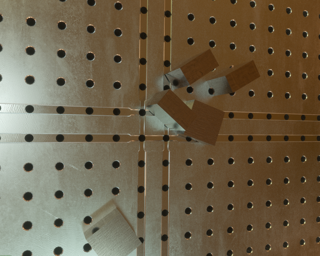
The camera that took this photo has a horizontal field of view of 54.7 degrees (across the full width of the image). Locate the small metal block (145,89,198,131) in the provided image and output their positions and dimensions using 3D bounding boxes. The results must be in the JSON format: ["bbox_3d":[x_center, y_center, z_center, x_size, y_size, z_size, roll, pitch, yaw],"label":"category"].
[{"bbox_3d":[0.013,-0.022,0.405,0.050,0.050,0.025,43,77,-16],"label":"small metal block"}]

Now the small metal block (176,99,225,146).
[{"bbox_3d":[0.057,-0.007,0.435,0.050,0.025,0.050,20,83,-19],"label":"small metal block"}]

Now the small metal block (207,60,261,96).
[{"bbox_3d":[0.103,-0.070,0.439,0.050,0.050,0.025,-30,101,-18],"label":"small metal block"}]

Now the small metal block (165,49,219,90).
[{"bbox_3d":[0.042,-0.078,0.416,0.050,0.050,0.025,-35,102,-17],"label":"small metal block"}]

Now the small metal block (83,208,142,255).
[{"bbox_3d":[-0.060,0.139,0.392,0.050,0.025,0.050,-35,102,-17],"label":"small metal block"}]
